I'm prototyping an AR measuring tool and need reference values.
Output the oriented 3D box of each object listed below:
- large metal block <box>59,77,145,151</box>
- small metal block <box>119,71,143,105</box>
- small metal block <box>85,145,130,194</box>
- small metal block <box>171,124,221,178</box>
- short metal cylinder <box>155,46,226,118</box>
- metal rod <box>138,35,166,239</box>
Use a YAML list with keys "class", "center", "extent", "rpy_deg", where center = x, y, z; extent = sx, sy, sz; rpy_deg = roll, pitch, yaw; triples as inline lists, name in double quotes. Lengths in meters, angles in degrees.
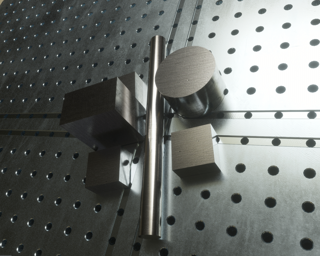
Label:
- class: "large metal block"
  center: [-0.073, -0.015, 0.417]
  extent: [0.080, 0.080, 0.050]
  rpy_deg: [-14, 56, 20]
- class: "small metal block"
  center: [-0.054, -0.051, 0.466]
  extent: [0.050, 0.025, 0.050]
  rpy_deg: [-16, 55, 18]
- class: "small metal block"
  center: [-0.068, 0.055, 0.409]
  extent: [0.050, 0.025, 0.050]
  rpy_deg: [-14, 56, 19]
- class: "small metal block"
  center: [0.042, 0.027, 0.368]
  extent: [0.050, 0.025, 0.050]
  rpy_deg: [-14, 56, 20]
- class: "short metal cylinder"
  center: [0.040, -0.060, 0.406]
  extent: [0.080, 0.050, 0.080]
  rpy_deg: [-13, 56, 20]
- class: "metal rod"
  center: [-0.007, -0.009, 0.416]
  extent: [0.025, 0.025, 0.299]
  rpy_deg: [-12, 57, 21]
